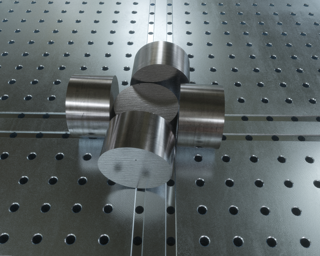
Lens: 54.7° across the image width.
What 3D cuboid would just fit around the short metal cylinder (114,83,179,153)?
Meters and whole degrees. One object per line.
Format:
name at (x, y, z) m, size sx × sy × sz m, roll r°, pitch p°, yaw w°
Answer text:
short metal cylinder at (-0.017, -0.013, 0.403) m, size 0.081 × 0.050 × 0.080 m, roll 1°, pitch 50°, yaw -1°

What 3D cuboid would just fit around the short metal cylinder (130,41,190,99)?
short metal cylinder at (0.001, -0.073, 0.433) m, size 0.080 × 0.080 × 0.050 m, roll 2°, pitch 50°, yaw 2°

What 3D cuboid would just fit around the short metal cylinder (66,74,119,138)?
short metal cylinder at (-0.083, -0.028, 0.394) m, size 0.050 × 0.080 × 0.080 m, roll 2°, pitch 50°, yaw 0°

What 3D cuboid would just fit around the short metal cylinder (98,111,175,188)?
short metal cylinder at (-0.024, 0.026, 0.348) m, size 0.080 × 0.080 × 0.050 m, roll 5°, pitch 50°, yaw 4°

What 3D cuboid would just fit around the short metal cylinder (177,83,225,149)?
short metal cylinder at (0.048, -0.015, 0.385) m, size 0.050 × 0.080 × 0.080 m, roll 3°, pitch 50°, yaw 2°
